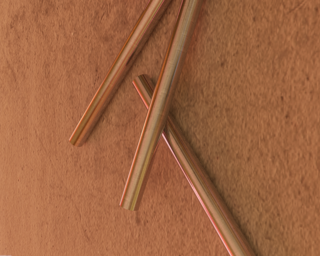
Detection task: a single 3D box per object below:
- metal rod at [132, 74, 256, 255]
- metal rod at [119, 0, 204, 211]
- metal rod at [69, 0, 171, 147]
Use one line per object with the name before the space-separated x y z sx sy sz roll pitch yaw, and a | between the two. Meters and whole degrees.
metal rod | 0.042 0.055 0.368 0.025 0.025 0.299 -44 64 31
metal rod | 0.006 -0.046 0.371 0.025 0.025 0.298 20 94 38
metal rod | -0.060 -0.085 0.451 0.025 0.025 0.298 51 119 27
